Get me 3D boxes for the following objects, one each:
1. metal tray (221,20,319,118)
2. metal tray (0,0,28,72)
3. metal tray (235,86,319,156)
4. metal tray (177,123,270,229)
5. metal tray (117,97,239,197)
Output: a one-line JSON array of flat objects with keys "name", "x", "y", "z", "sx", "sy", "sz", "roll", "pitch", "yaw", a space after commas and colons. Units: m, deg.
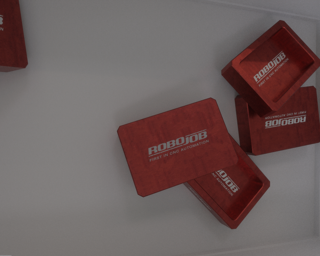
[{"name": "metal tray", "x": 0.162, "y": -0.087, "z": 0.444, "sx": 0.131, "sy": 0.030, "sz": 0.090, "roll": -41, "pitch": 88, "yaw": -24}, {"name": "metal tray", "x": -0.191, "y": -0.104, "z": 0.292, "sx": 0.030, "sy": 0.131, "sz": 0.089, "roll": -6, "pitch": 93, "yaw": 23}, {"name": "metal tray", "x": 0.183, "y": -0.013, "z": 0.475, "sx": 0.131, "sy": 0.030, "sz": 0.089, "roll": -9, "pitch": 93, "yaw": -20}, {"name": "metal tray", "x": 0.086, "y": 0.066, "z": 0.439, "sx": 0.090, "sy": 0.030, "sz": 0.130, "roll": -46, "pitch": 104, "yaw": -14}, {"name": "metal tray", "x": 0.021, "y": 0.024, "z": 0.392, "sx": 0.131, "sy": 0.030, "sz": 0.090, "roll": -18, "pitch": 82, "yaw": -9}]
